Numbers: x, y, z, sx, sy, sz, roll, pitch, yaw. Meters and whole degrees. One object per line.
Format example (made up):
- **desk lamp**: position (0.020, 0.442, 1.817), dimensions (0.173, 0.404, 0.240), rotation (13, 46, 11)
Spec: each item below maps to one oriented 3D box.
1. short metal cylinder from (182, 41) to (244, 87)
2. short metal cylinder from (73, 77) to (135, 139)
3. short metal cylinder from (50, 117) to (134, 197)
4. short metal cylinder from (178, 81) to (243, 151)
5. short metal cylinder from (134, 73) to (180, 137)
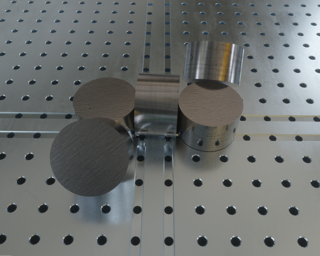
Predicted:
- **short metal cylinder**: position (0.075, -0.088, 0.438), dimensions (0.080, 0.080, 0.050), rotation (7, 92, 5)
- **short metal cylinder**: position (-0.069, -0.021, 0.407), dimensions (0.081, 0.050, 0.080), rotation (0, 50, 0)
- **short metal cylinder**: position (-0.071, 0.029, 0.339), dimensions (0.081, 0.050, 0.079), rotation (0, 94, 1)
- **short metal cylinder**: position (0.063, -0.016, 0.405), dimensions (0.081, 0.050, 0.080), rotation (0, 50, 0)
- **short metal cylinder**: position (-0.002, -0.029, 0.396), dimensions (0.050, 0.080, 0.080), rotation (4, 50, 3)
